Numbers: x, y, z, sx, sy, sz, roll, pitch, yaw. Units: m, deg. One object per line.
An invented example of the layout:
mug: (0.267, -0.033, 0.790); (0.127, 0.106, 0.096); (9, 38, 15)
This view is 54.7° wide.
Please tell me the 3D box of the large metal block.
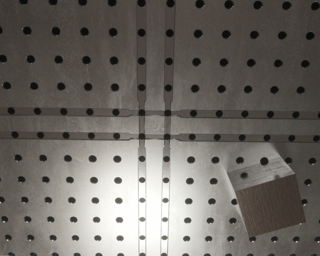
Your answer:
large metal block: (0.149, 0.097, 0.438); (0.080, 0.050, 0.080); (-18, 109, 6)
